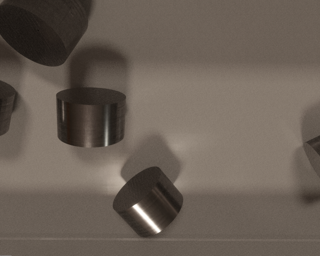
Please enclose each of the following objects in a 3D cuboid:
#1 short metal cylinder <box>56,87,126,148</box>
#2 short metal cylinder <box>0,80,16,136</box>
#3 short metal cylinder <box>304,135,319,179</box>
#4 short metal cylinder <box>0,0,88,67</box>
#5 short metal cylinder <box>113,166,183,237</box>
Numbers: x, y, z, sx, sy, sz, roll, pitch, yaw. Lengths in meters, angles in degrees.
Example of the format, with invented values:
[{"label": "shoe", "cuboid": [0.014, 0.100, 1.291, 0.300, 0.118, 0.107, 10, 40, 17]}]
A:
[{"label": "short metal cylinder", "cuboid": [-0.083, -0.015, 0.375, 0.081, 0.080, 0.050, 4, 110, -2]}, {"label": "short metal cylinder", "cuboid": [-0.220, -0.028, 0.369, 0.080, 0.080, 0.050, 17, 109, -7]}, {"label": "short metal cylinder", "cuboid": [0.232, 0.043, 0.401, 0.050, 0.080, 0.080, -28, 108, 10]}, {"label": "short metal cylinder", "cuboid": [-0.126, -0.113, 0.333, 0.080, 0.050, 0.080, 16, 150, 10]}, {"label": "short metal cylinder", "cuboid": [-0.016, 0.098, 0.418, 0.080, 0.080, 0.050, -34, 107, 11]}]
